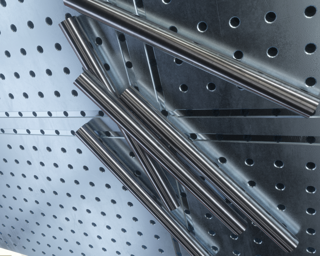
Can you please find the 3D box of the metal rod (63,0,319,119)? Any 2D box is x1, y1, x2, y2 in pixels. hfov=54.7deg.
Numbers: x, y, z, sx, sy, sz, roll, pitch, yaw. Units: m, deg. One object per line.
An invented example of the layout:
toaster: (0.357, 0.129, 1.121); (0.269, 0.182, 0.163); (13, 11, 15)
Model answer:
metal rod: (0.025, -0.088, 0.342); (0.301, 0.025, 0.025); (27, 128, 10)

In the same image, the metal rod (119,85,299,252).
metal rod: (0.065, 0.055, 0.409); (0.300, 0.025, 0.025); (43, 129, -2)

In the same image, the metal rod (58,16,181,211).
metal rod: (-0.047, -0.008, 0.429); (0.025, 0.025, 0.299); (-17, 110, 34)

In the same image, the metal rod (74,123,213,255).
metal rod: (-0.021, 0.110, 0.488); (0.300, 0.025, 0.025); (47, 129, -6)

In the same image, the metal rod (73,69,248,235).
metal rod: (0.007, 0.038, 0.411); (0.300, 0.025, 0.025); (44, 129, -10)
